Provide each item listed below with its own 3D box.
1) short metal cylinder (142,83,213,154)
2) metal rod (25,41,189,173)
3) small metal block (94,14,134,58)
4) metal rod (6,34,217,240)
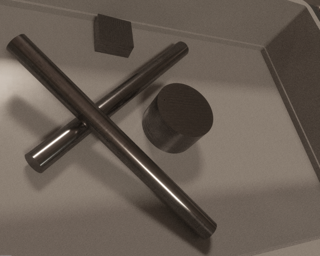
[{"bbox_3d":[0.023,-0.012,0.411,0.081,0.050,0.080,14,56,-21],"label":"short metal cylinder"},{"bbox_3d":[-0.046,-0.047,0.410,0.025,0.025,0.302,44,51,1],"label":"metal rod"},{"bbox_3d":[-0.068,-0.134,0.452,0.050,0.025,0.050,6,59,-26],"label":"small metal block"},{"bbox_3d":[-0.047,0.016,0.345,0.300,0.025,0.025,45,50,-7],"label":"metal rod"}]
